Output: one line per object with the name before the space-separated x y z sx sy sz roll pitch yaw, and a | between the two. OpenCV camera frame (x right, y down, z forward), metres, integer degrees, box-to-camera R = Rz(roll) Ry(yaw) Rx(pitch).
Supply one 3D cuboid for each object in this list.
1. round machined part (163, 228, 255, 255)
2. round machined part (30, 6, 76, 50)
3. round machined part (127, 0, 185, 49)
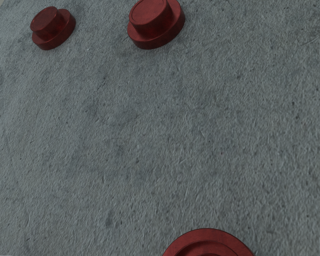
round machined part | 0.047 0.145 0.279 0.098 0.042 0.098 -13 56 21
round machined part | -0.229 -0.213 0.644 0.098 0.042 0.098 -13 56 21
round machined part | -0.012 -0.181 0.510 0.098 0.042 0.098 -13 56 21
